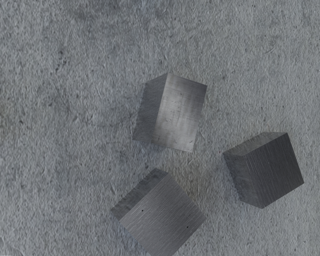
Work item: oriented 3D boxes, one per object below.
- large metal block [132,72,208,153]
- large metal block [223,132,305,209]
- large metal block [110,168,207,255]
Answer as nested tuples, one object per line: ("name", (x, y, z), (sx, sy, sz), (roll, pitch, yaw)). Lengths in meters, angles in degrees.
("large metal block", (0.009, -0.017, 0.383), (0.050, 0.080, 0.080), (15, 85, -20))
("large metal block", (0.150, 0.058, 0.451), (0.081, 0.050, 0.080), (-24, 98, -18))
("large metal block", (-0.002, 0.110, 0.395), (0.080, 0.050, 0.080), (-42, 104, -15))
